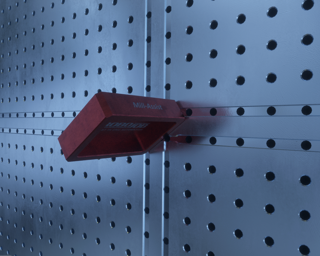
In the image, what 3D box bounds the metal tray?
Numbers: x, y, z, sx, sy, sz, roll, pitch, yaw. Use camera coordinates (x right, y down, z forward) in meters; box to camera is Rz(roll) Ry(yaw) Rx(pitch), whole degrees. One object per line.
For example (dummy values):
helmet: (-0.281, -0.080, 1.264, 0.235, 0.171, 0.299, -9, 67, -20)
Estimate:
metal tray: (-0.042, 0.001, 0.373, 0.090, 0.131, 0.030, -42, 65, 32)
